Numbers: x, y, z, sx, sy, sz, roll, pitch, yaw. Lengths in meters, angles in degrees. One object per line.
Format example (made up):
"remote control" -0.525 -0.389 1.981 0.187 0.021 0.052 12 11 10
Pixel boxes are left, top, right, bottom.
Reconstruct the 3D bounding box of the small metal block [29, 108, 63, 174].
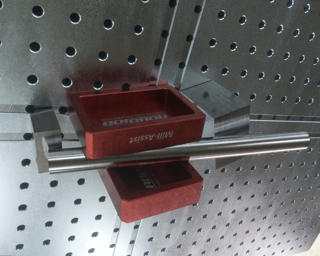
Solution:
"small metal block" -0.124 0.013 0.336 0.025 0.050 0.050 -8 122 -25

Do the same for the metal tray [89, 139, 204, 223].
"metal tray" -0.022 0.043 0.360 0.091 0.130 0.030 -9 123 -24

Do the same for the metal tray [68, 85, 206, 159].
"metal tray" -0.027 -0.013 0.347 0.131 0.090 0.030 -9 123 -24

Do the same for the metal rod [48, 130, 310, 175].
"metal rod" 0.035 0.024 0.349 0.302 0.025 0.025 -4 121 -16

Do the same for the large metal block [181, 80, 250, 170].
"large metal block" 0.072 -0.006 0.412 0.050 0.080 0.079 -21 127 -17
